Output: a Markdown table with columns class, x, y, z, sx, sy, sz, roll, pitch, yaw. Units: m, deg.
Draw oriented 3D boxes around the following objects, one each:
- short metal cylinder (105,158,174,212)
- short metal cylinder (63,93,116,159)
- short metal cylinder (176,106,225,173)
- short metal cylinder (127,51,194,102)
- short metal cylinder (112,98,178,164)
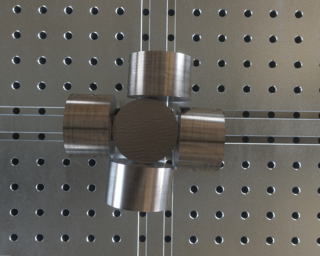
| class | x | y | z | sx | sy | sz | roll | pitch | yaw |
| --- | --- | --- | --- | --- | --- | --- | --- | --- | --- |
| short metal cylinder | -0.025 | 0.068 | 0.384 | 0.080 | 0.080 | 0.050 | 6 | 90 | 0 |
| short metal cylinder | -0.084 | -0.003 | 0.385 | 0.050 | 0.080 | 0.079 | 2 | 90 | -1 |
| short metal cylinder | 0.047 | 0.014 | 0.386 | 0.050 | 0.080 | 0.080 | 4 | 90 | 0 |
| short metal cylinder | 0.000 | -0.061 | 0.385 | 0.081 | 0.080 | 0.050 | 3 | 90 | 0 |
| short metal cylinder | -0.018 | 0.004 | 0.401 | 0.081 | 0.050 | 0.080 | 0 | 90 | -2 |
